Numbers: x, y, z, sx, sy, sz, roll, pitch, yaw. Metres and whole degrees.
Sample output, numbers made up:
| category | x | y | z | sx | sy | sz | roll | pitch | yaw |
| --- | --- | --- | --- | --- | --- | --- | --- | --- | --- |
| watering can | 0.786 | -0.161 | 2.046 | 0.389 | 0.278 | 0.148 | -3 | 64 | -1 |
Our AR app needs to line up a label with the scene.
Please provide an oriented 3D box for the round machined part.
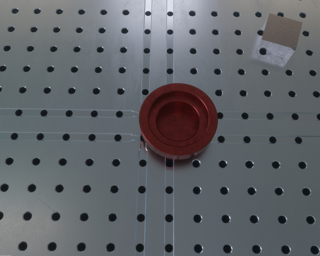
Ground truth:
| category | x | y | z | sx | sy | sz | roll | pitch | yaw |
| --- | --- | --- | --- | --- | --- | --- | --- | --- | --- |
| round machined part | 0.023 | -0.006 | 0.405 | 0.099 | 0.042 | 0.098 | 0 | 70 | 0 |

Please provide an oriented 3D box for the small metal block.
| category | x | y | z | sx | sy | sz | roll | pitch | yaw |
| --- | --- | --- | --- | --- | --- | --- | --- | --- | --- |
| small metal block | 0.179 | -0.138 | 0.463 | 0.050 | 0.025 | 0.050 | 19 | 71 | 6 |
